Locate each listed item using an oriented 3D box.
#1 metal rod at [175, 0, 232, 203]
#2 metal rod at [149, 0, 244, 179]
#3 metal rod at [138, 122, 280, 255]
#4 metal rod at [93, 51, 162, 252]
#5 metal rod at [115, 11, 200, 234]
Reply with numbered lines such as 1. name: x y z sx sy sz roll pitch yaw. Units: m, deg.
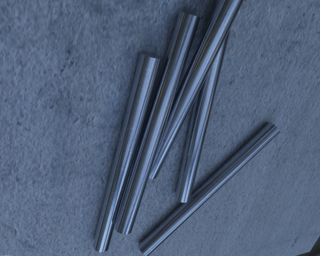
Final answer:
1. metal rod: 0.057 -0.019 0.428 0.025 0.025 0.298 -6 121 -26
2. metal rod: 0.041 -0.058 0.376 0.025 0.025 0.298 7 120 -32
3. metal rod: 0.081 0.102 0.516 0.300 0.025 0.025 -44 130 2
4. metal rod: -0.050 0.048 0.410 0.025 0.025 0.298 2 117 -30
5. metal rod: -0.009 0.008 0.394 0.025 0.025 0.298 6 111 -32
